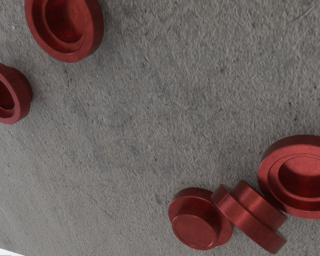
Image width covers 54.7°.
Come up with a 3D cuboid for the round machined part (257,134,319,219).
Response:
[{"bbox_3d":[0.161,0.049,0.341,0.098,0.042,0.097,13,124,21],"label":"round machined part"}]

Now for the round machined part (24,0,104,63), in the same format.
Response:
[{"bbox_3d":[-0.108,-0.132,0.372,0.098,0.042,0.097,13,124,21],"label":"round machined part"}]

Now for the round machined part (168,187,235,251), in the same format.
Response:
[{"bbox_3d":[0.056,0.138,0.452,0.098,0.042,0.097,13,124,21],"label":"round machined part"}]

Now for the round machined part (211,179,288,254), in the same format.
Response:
[{"bbox_3d":[0.113,0.100,0.374,0.098,0.098,0.042,40,94,1],"label":"round machined part"}]

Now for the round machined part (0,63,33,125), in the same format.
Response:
[{"bbox_3d":[-0.242,-0.058,0.488,0.098,0.042,0.097,13,124,21],"label":"round machined part"}]
